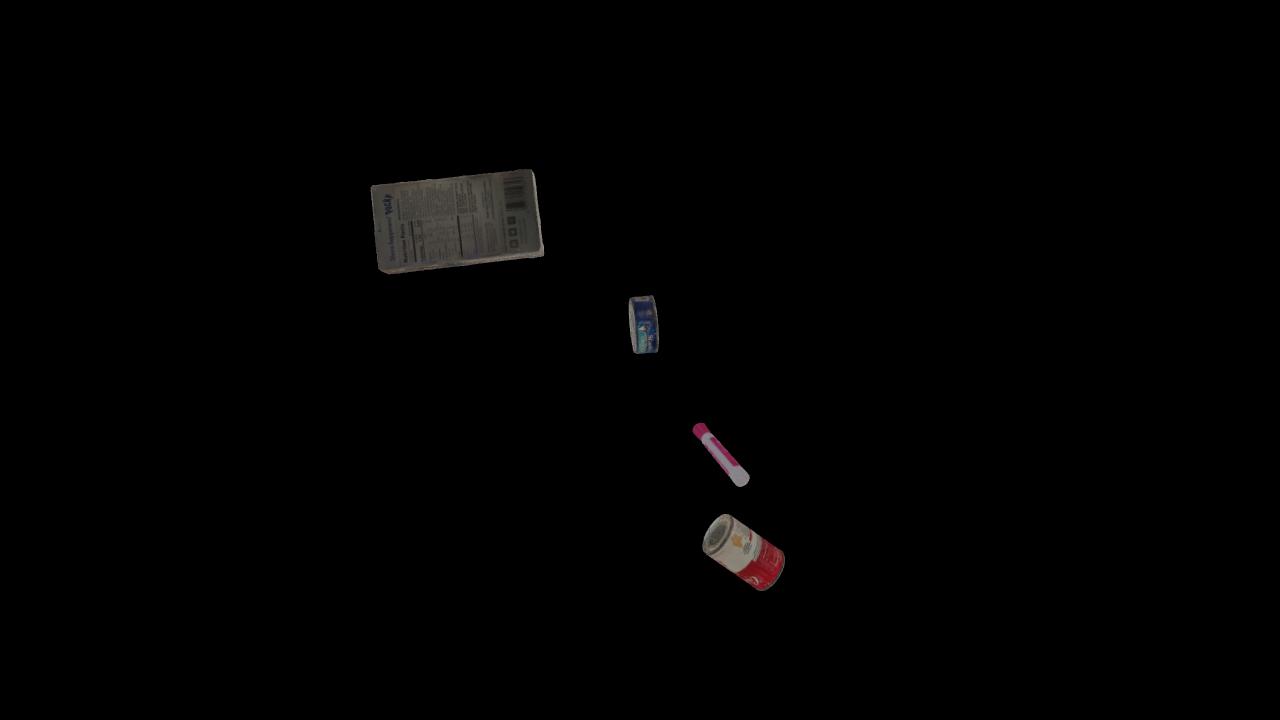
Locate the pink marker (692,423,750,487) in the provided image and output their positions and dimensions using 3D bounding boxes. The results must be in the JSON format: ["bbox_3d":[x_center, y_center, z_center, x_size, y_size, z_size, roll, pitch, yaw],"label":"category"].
[{"bbox_3d":[0.093,0.109,0.730,0.020,0.020,0.121,0,24,-21],"label":"pink marker"}]

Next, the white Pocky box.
[{"bbox_3d":[-0.173,-0.132,0.587,0.154,0.084,0.028,-7,-3,-1],"label":"white Pocky box"}]

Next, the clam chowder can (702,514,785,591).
[{"bbox_3d":[0.150,0.278,0.893,0.102,0.068,0.068,37,-8,-10],"label":"clam chowder can"}]

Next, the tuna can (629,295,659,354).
[{"bbox_3d":[0.005,-0.051,0.888,0.034,0.084,0.084,-5,1,-6],"label":"tuna can"}]
